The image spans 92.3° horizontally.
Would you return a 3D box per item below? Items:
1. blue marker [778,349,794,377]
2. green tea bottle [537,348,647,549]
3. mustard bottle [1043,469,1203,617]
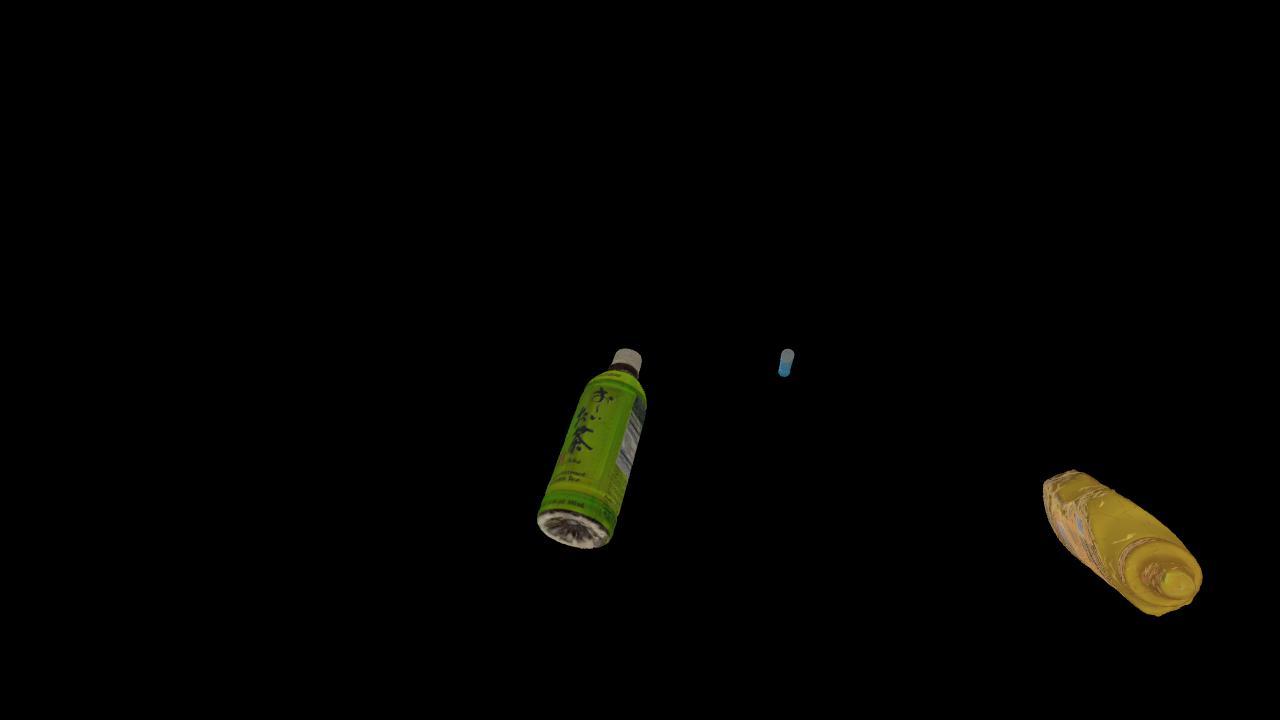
[{"bbox_3d":[0.223,0.006,0.941,0.020,0.020,0.121,0,-13,11],"label":"blue marker"},{"bbox_3d":[-0.035,0.074,0.600,0.073,0.212,0.073,10,-43,10],"label":"green tea bottle"},{"bbox_3d":[0.362,0.140,0.462,0.054,0.092,0.184,-24,-9,19],"label":"mustard bottle"}]
